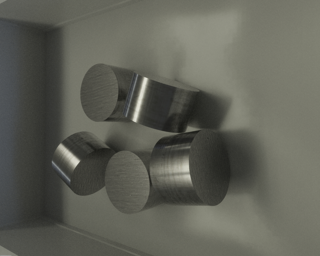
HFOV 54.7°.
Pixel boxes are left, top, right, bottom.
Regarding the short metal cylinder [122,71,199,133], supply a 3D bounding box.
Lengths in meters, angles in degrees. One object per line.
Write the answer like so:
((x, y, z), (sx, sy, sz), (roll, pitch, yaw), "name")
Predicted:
((0.001, -0.032, 0.368), (0.080, 0.081, 0.050), (27, 107, 36), "short metal cylinder")

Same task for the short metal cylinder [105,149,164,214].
((-0.027, 0.068, 0.408), (0.080, 0.050, 0.079), (0, 90, 39), "short metal cylinder")

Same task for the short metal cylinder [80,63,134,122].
((-0.068, -0.048, 0.442), (0.080, 0.050, 0.079), (0, 90, 39), "short metal cylinder")

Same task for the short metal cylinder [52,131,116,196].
((-0.109, 0.052, 0.455), (0.050, 0.081, 0.079), (34, 111, 34), "short metal cylinder")

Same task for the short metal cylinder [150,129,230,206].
((0.034, 0.044, 0.339), (0.050, 0.081, 0.080), (-12, 83, 39), "short metal cylinder")
